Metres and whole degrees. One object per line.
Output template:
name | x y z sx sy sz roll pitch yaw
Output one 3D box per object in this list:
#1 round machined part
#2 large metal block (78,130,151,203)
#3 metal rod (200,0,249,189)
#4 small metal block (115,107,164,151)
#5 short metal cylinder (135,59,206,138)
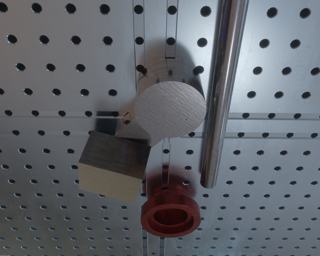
round machined part | 0.017 0.140 0.520 0.099 0.042 0.097 -1 130 0
large metal block | -0.063 0.055 0.422 0.080 0.050 0.080 16 144 -3
metal rod | 0.075 -0.028 0.388 0.025 0.025 0.298 0 130 0
small metal block | -0.023 0.001 0.412 0.050 0.025 0.050 36 121 -27
short metal cylinder | 0.012 -0.034 0.366 0.081 0.050 0.079 0 130 0
